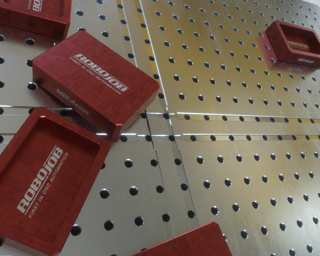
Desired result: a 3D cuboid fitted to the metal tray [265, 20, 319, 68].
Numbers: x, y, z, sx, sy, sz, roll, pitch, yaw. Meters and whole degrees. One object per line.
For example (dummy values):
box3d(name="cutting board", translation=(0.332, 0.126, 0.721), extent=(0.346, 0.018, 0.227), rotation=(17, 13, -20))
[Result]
box3d(name="metal tray", translation=(0.301, -0.182, 0.676), extent=(0.131, 0.030, 0.090), rotation=(2, 61, -27))

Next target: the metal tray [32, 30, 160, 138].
box3d(name="metal tray", translation=(-0.077, -0.058, 0.385), extent=(0.130, 0.030, 0.090), rotation=(36, 53, 6))

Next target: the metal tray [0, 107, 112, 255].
box3d(name="metal tray", translation=(-0.116, 0.051, 0.311), extent=(0.090, 0.030, 0.130), rotation=(28, 52, -10))

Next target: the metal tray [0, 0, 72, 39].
box3d(name="metal tray", translation=(-0.170, -0.190, 0.428), extent=(0.091, 0.030, 0.130), rotation=(8, 58, -24))

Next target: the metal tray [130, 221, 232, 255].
box3d(name="metal tray", translation=(0.021, 0.161, 0.318), extent=(0.131, 0.030, 0.090), rotation=(-10, 67, -32))
